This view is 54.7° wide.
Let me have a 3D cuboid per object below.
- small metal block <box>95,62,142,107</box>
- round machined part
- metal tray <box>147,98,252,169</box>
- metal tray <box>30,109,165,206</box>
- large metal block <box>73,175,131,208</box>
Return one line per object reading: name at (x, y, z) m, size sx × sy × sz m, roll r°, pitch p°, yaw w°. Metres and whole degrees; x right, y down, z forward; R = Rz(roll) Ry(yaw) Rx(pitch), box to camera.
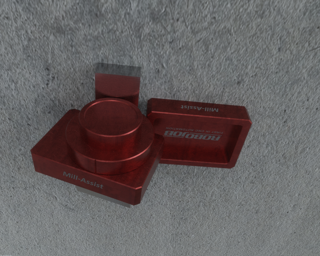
small metal block at (-0.050, -0.048, 0.368) m, size 0.050 × 0.025 × 0.050 m, roll 5°, pitch 130°, yaw -5°
round machined part at (-0.055, 0.002, 0.347) m, size 0.099 × 0.098 × 0.042 m, roll 5°, pitch 130°, yaw -5°
metal tray at (0.045, 0.010, 0.414) m, size 0.131 × 0.030 × 0.089 m, roll 5°, pitch 130°, yaw -5°
metal tray at (-0.069, 0.029, 0.368) m, size 0.131 × 0.090 × 0.030 m, roll 17°, pitch 131°, yaw 9°
large metal block at (-0.070, 0.057, 0.415) m, size 0.080 × 0.050 × 0.080 m, roll 16°, pitch 144°, yaw 9°
